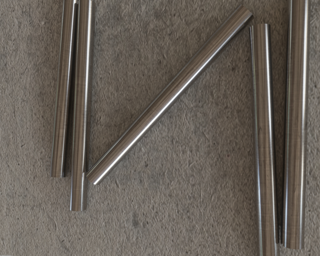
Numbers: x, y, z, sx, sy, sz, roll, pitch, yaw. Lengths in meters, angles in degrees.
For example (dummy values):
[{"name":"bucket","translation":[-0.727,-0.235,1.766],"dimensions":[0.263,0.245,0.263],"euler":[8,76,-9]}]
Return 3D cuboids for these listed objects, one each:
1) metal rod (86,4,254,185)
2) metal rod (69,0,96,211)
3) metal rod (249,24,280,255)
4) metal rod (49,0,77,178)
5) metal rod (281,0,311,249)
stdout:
[{"name":"metal rod","translation":[0.004,-0.034,0.407],"dimensions":[0.025,0.025,0.299],"euler":[47,104,14]},{"name":"metal rod","translation":[-0.112,-0.031,0.448],"dimensions":[0.025,0.025,0.298],"euler":[3,91,20]},{"name":"metal rod","translation":[0.123,0.030,0.365],"dimensions":[0.025,0.025,0.298],"euler":[-2,89,20]},{"name":"metal rod","translation":[-0.139,-0.077,0.457],"dimensions":[0.025,0.025,0.298],"euler":[6,92,20]},{"name":"metal rod","translation":[0.155,-0.015,0.354],"dimensions":[0.025,0.025,0.298],"euler":[1,90,20]}]
